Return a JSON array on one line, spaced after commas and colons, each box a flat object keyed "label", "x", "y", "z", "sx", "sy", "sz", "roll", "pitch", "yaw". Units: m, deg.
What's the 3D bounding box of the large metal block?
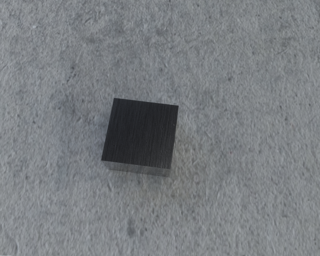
[{"label": "large metal block", "x": -0.022, "y": 0.013, "z": 0.390, "sx": 0.080, "sy": 0.050, "sz": 0.080, "roll": 7, "pitch": 70, "yaw": 2}]
